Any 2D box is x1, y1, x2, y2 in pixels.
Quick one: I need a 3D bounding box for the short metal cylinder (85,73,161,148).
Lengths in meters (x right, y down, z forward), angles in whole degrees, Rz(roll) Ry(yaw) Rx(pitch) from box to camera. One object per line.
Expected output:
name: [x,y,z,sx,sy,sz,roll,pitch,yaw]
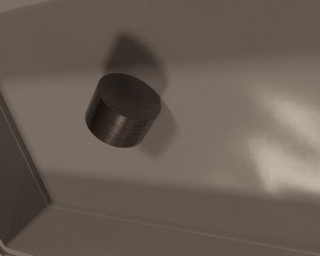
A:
short metal cylinder: [-0.045,-0.022,0.382,0.080,0.080,0.050,36,129,3]
